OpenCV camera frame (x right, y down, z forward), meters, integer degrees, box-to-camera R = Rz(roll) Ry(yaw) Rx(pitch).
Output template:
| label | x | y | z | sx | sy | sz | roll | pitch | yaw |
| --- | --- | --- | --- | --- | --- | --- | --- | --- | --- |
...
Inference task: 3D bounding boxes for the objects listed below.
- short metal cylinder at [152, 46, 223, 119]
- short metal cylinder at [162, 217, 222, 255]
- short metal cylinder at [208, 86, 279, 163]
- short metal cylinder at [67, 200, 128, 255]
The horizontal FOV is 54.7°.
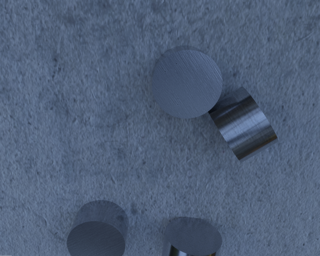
| label | x | y | z | sx | sy | sz | roll | pitch | yaw |
| --- | --- | --- | --- | --- | --- | --- | --- | --- | --- |
| short metal cylinder | 0.031 | -0.057 | 0.376 | 0.081 | 0.050 | 0.079 | 0 | 110 | -1 |
| short metal cylinder | 0.044 | 0.174 | 0.445 | 0.081 | 0.080 | 0.050 | 6 | 110 | -3 |
| short metal cylinder | 0.100 | -0.004 | 0.380 | 0.050 | 0.080 | 0.080 | -33 | 107 | 11 |
| short metal cylinder | -0.089 | 0.153 | 0.452 | 0.081 | 0.050 | 0.079 | 0 | 110 | -1 |
